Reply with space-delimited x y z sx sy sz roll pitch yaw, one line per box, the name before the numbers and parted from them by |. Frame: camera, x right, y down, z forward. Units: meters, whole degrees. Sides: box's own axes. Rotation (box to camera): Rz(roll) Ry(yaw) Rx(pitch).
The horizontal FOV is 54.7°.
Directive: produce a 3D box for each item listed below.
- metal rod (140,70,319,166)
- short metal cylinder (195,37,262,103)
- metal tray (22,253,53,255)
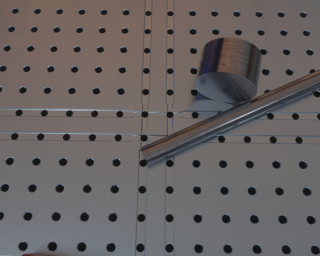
metal rod | 0.117 -0.022 0.420 0.302 0.025 0.025 -23 72 -9
short metal cylinder | 0.090 -0.074 0.410 0.080 0.080 0.050 13 71 4
metal tray | -0.120 0.210 0.332 0.091 0.030 0.130 8 70 3
